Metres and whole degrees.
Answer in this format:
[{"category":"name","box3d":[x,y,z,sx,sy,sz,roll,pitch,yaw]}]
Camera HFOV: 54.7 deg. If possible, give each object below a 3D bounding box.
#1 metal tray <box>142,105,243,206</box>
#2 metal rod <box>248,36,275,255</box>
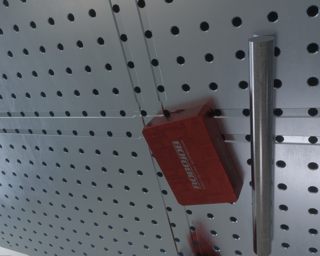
[{"category":"metal tray","box3d":[0.044,0.041,0.411,0.090,0.030,0.129,-14,112,33]},{"category":"metal rod","box3d":[0.123,0.043,0.372,0.025,0.025,0.298,4,121,26]}]
